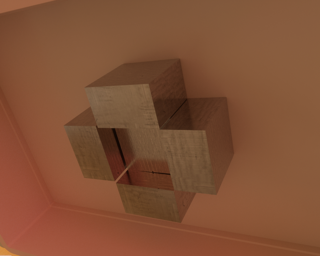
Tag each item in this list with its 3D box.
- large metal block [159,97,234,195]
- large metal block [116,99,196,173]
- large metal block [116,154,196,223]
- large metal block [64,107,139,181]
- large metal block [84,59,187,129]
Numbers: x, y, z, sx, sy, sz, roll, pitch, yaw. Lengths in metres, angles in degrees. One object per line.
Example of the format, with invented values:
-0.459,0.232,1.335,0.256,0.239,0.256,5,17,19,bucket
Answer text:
0.047,0.018,0.358,0.050,0.080,0.080,1,119,28,large metal block
-0.005,0.010,0.398,0.080,0.050,0.080,1,119,28,large metal block
0.002,0.074,0.416,0.080,0.080,0.050,2,119,27,large metal block
-0.071,0.013,0.418,0.050,0.080,0.080,1,119,28,large metal block
-0.024,-0.040,0.359,0.080,0.080,0.050,1,119,28,large metal block
